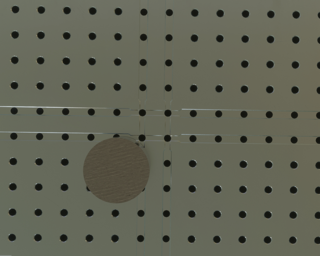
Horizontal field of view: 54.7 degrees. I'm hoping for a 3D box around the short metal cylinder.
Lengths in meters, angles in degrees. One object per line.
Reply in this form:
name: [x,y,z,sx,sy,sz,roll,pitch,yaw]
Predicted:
short metal cylinder: [-0.053,0.051,0.400,0.081,0.050,0.079,0,90,-1]
